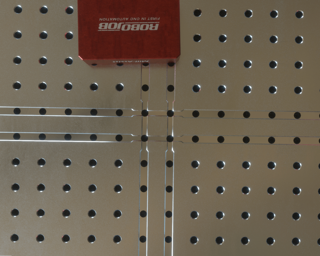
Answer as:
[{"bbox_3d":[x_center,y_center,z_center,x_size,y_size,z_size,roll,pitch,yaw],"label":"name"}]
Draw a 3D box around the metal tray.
[{"bbox_3d":[-0.040,-0.133,0.411,0.131,0.030,0.090,-1,90,0],"label":"metal tray"}]
